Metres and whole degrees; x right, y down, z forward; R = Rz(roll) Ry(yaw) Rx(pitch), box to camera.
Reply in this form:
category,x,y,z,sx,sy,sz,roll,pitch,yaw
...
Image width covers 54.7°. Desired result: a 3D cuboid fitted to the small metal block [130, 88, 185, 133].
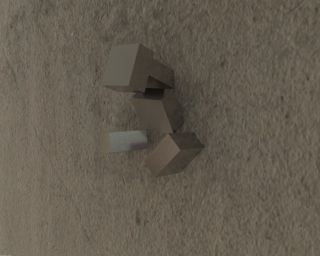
category,x,y,z,sx,sy,sz,roll,pitch,yaw
small metal block,-0.003,-0.022,0.389,0.050,0.025,0.050,8,132,39

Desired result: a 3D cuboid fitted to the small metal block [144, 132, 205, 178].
category,x,y,z,sx,sy,sz,roll,pitch,yaw
small metal block,0.018,0.032,0.373,0.050,0.050,0.025,-50,61,28

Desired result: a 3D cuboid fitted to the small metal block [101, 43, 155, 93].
category,x,y,z,sx,sy,sz,roll,pitch,yaw
small metal block,-0.038,-0.070,0.367,0.050,0.025,0.050,8,82,43

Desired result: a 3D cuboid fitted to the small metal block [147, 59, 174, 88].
category,x,y,z,sx,sy,sz,roll,pitch,yaw
small metal block,-0.018,-0.065,0.399,0.050,0.050,0.025,-12,69,39

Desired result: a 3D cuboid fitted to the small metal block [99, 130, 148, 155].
category,x,y,z,sx,sy,sz,roll,pitch,yaw
small metal block,-0.050,0.020,0.417,0.050,0.050,0.025,-17,78,64
